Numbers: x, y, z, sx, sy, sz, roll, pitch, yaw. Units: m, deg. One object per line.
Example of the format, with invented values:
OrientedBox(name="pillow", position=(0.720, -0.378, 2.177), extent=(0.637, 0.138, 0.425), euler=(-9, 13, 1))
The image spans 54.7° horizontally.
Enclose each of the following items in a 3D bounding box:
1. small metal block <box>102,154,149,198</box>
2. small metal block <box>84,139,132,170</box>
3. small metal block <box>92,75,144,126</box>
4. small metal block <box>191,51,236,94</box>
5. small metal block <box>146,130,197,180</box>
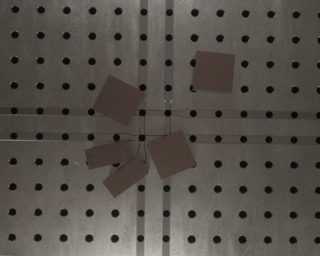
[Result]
OrientedBox(name="small metal block", position=(-0.042, 0.060, 0.400), extent=(0.050, 0.050, 0.025), euler=(-36, 90, 0))
OrientedBox(name="small metal block", position=(-0.064, 0.033, 0.400), extent=(0.050, 0.050, 0.025), euler=(-13, 90, 0))
OrientedBox(name="small metal block", position=(-0.054, -0.036, 0.413), extent=(0.050, 0.025, 0.050), euler=(27, 90, -1))
OrientedBox(name="small metal block", position=(0.071, -0.073, 0.414), extent=(0.050, 0.025, 0.050), euler=(5, 90, -1))
OrientedBox(name="small metal block", position=(0.015, 0.035, 0.414), extent=(0.050, 0.025, 0.050), euler=(-23, 90, -1))
